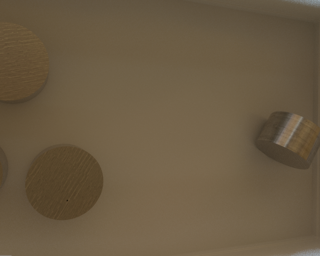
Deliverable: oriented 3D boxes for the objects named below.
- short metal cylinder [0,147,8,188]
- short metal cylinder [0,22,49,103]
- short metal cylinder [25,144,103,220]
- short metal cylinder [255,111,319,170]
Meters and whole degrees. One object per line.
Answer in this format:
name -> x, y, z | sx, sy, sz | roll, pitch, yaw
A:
short metal cylinder -> -0.205, 0.046, 0.322 | 0.081, 0.050, 0.079 | 0, 90, -21
short metal cylinder -> -0.164, -0.068, 0.337 | 0.081, 0.050, 0.079 | 0, 90, -21
short metal cylinder -> -0.110, 0.059, 0.357 | 0.081, 0.050, 0.079 | 0, 90, -21
short metal cylinder -> 0.188, 0.018, 0.453 | 0.080, 0.080, 0.050 | 35, 79, -17
